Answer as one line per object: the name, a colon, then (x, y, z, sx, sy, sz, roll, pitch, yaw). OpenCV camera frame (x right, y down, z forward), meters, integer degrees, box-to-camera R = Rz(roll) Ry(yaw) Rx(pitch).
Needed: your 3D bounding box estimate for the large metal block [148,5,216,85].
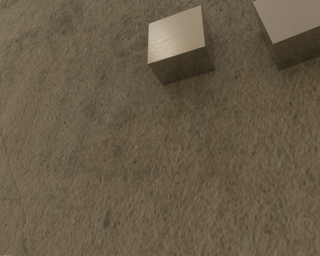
large metal block: (0.030, -0.117, 0.442, 0.080, 0.050, 0.080, -13, 56, 20)

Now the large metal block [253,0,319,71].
large metal block: (0.169, -0.128, 0.378, 0.080, 0.050, 0.080, -20, 54, 16)
